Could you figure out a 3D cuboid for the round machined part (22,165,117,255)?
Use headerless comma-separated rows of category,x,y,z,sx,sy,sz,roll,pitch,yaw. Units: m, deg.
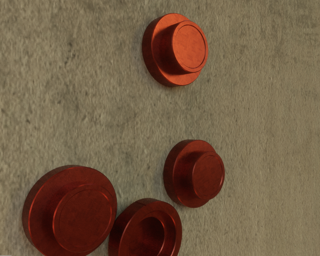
round machined part,-0.086,0.089,0.323,0.099,0.042,0.097,0,90,-40

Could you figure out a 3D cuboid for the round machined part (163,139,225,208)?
round machined part,0.055,0.065,0.443,0.099,0.042,0.097,0,90,-40

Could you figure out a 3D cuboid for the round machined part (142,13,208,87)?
round machined part,0.027,-0.106,0.419,0.099,0.042,0.097,0,90,-40

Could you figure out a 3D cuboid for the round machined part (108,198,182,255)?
round machined part,-0.022,0.133,0.375,0.099,0.042,0.097,-3,94,-43
